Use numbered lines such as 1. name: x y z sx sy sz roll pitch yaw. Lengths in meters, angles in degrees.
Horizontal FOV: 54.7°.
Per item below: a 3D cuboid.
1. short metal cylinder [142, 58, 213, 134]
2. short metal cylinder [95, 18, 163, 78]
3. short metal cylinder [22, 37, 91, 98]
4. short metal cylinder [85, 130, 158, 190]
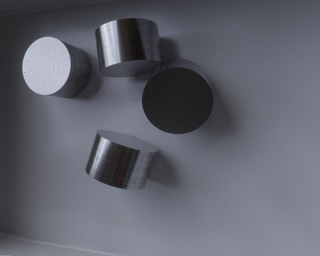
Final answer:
1. short metal cylinder: 0.022 -0.039 0.373 0.080 0.050 0.079 2 113 4
2. short metal cylinder: -0.039 -0.099 0.394 0.080 0.080 0.050 -10 87 19
3. short metal cylinder: -0.148 -0.085 0.448 0.080 0.050 0.079 0 90 19
4. short metal cylinder: -0.049 0.039 0.398 0.080 0.080 0.050 20 97 18
